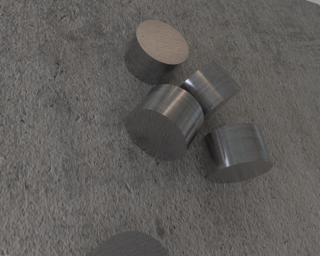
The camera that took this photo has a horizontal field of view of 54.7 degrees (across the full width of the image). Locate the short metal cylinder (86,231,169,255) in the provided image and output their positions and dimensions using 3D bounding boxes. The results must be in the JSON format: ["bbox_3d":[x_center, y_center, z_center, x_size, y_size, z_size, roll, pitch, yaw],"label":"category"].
[{"bbox_3d":[-0.033,0.141,0.284,0.081,0.050,0.080,14,56,-21],"label":"short metal cylinder"}]

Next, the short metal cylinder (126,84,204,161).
[{"bbox_3d":[0.006,-0.006,0.375,0.080,0.080,0.050,38,51,-3],"label":"short metal cylinder"}]

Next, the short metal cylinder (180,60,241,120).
[{"bbox_3d":[0.065,-0.048,0.433,0.081,0.080,0.050,-32,80,-38],"label":"short metal cylinder"}]

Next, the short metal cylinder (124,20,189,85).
[{"bbox_3d":[-0.006,-0.109,0.451,0.081,0.050,0.080,14,56,-21],"label":"short metal cylinder"}]

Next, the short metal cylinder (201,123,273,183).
[{"bbox_3d":[0.097,0.035,0.400,0.081,0.080,0.050,5,60,-26],"label":"short metal cylinder"}]
